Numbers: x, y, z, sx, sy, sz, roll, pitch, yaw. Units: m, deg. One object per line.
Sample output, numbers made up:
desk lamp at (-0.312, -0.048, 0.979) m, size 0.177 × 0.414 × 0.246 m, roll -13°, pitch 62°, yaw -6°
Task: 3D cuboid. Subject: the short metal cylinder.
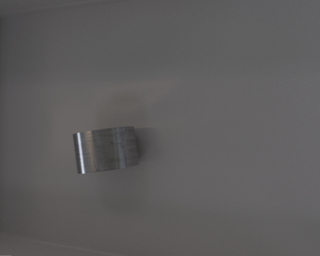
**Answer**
short metal cylinder at (-0.070, 0.028, 0.407) m, size 0.080 × 0.080 × 0.050 m, roll -9°, pitch 87°, yaw 20°
